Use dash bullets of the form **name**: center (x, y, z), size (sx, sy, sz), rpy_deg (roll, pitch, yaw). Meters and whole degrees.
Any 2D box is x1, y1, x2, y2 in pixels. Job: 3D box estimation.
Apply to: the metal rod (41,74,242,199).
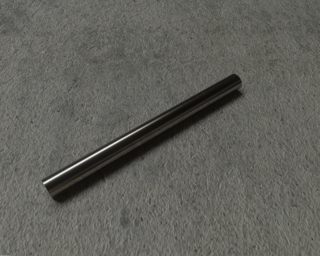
- **metal rod**: center (-0.006, -0.001, 0.406), size (0.302, 0.025, 0.025), rpy_deg (-30, 57, -23)
